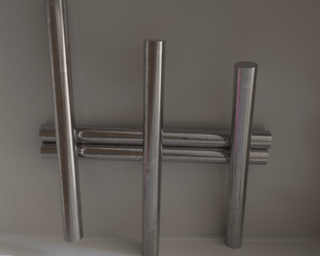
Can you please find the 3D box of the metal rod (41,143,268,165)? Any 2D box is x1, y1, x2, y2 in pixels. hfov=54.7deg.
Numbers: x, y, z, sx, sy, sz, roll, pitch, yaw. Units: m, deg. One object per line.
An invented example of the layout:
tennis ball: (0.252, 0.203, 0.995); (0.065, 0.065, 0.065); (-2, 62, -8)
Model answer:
metal rod: (-0.006, 0.034, 0.423); (0.302, 0.025, 0.025); (2, 110, -1)

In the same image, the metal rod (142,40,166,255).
metal rod: (-0.010, 0.041, 0.399); (0.025, 0.025, 0.298); (1, 110, -1)

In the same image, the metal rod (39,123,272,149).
metal rod: (-0.005, 0.011, 0.414); (0.302, 0.025, 0.025); (2, 110, -1)

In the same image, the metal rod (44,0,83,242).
metal rod: (-0.117, 0.000, 0.383); (0.025, 0.025, 0.298); (-1, 102, 0)

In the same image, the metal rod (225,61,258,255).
metal rod: (0.104, 0.061, 0.410); (0.025, 0.025, 0.298); (-4, 119, 1)
